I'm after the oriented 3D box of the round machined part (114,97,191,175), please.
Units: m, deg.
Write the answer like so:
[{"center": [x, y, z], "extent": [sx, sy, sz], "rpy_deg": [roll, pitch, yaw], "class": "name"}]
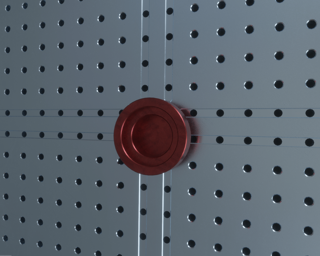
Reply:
[{"center": [-0.007, 0.010, 0.405], "extent": [0.098, 0.042, 0.097], "rpy_deg": [0, 90, 19], "class": "round machined part"}]
